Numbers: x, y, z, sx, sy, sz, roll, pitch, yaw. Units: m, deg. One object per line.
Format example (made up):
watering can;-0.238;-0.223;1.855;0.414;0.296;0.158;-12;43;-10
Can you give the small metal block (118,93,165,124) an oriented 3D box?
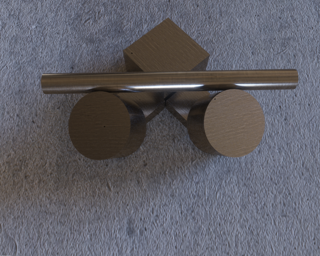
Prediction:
small metal block;-0.029;-0.032;0.421;0.050;0.025;0.050;-41;75;-15

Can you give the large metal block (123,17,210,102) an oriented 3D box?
large metal block;0.008;-0.090;0.427;0.080;0.050;0.080;-40;75;-13

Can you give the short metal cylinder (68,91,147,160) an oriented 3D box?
short metal cylinder;-0.063;-0.002;0.381;0.080;0.050;0.080;-1;87;18

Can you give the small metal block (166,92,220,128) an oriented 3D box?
small metal block;0.044;-0.031;0.420;0.050;0.025;0.050;-42;75;-14

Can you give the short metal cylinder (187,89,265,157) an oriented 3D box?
short metal cylinder;0.080;-0.005;0.384;0.081;0.050;0.080;0;89;-18

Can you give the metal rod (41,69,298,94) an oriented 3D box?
metal rod;0.012;-0.056;0.375;0.302;0.025;0.025;-1;70;-1
